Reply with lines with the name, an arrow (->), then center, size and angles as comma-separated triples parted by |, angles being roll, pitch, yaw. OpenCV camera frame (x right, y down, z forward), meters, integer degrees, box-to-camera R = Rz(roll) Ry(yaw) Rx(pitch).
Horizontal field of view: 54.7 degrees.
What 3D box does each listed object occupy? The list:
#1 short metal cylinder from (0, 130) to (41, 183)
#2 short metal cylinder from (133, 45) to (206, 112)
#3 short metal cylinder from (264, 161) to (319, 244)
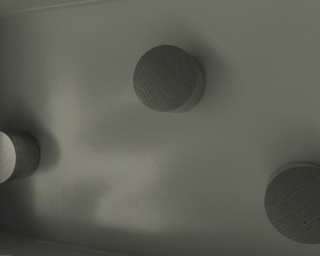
short metal cylinder -> -0.236, 0.043, 0.481 | 0.080, 0.050, 0.080 | 0, 90, 20
short metal cylinder -> 0.013, -0.059, 0.392 | 0.080, 0.050, 0.080 | 0, 90, 20
short metal cylinder -> 0.158, 0.079, 0.341 | 0.080, 0.050, 0.080 | 0, 90, 20
